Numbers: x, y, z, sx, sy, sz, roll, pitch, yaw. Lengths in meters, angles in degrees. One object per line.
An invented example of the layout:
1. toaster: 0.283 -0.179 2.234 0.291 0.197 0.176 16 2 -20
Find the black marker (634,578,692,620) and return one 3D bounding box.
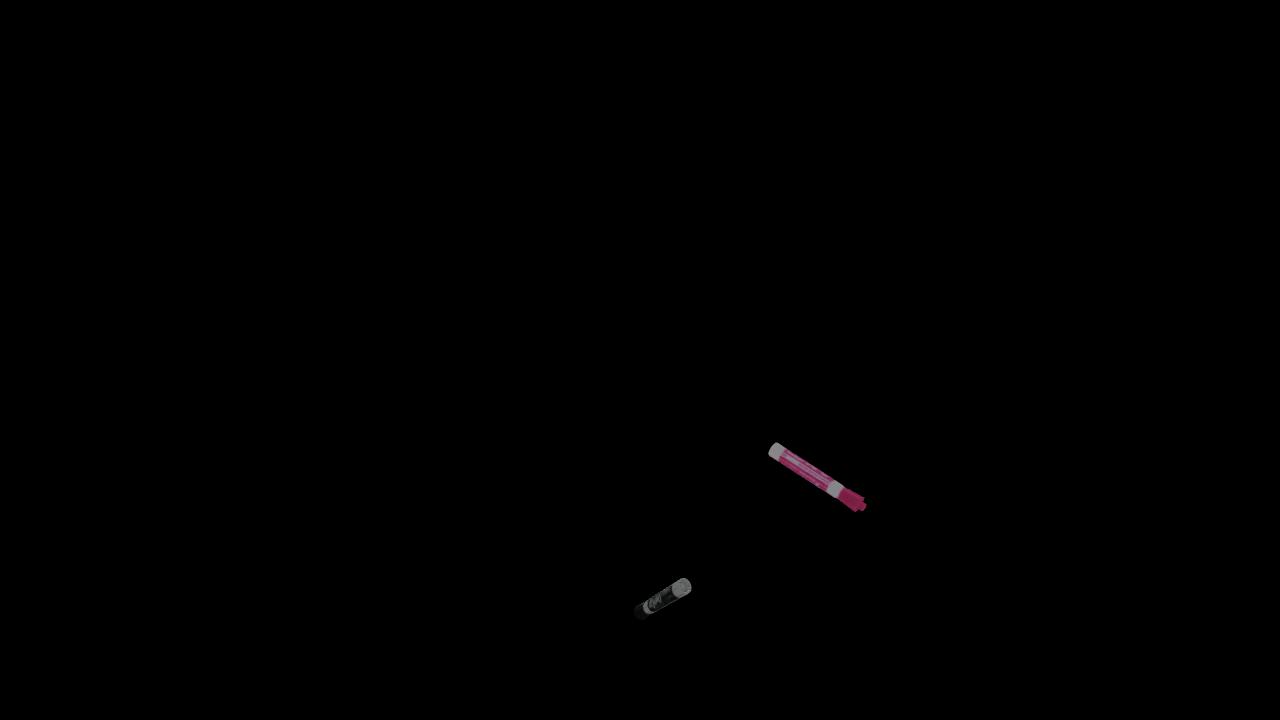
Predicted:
1. black marker: 0.025 0.294 0.751 0.020 0.020 0.121 0 -34 -33

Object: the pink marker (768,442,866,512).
1. pink marker: 0.200 0.132 0.696 0.121 0.020 0.020 32 19 34
